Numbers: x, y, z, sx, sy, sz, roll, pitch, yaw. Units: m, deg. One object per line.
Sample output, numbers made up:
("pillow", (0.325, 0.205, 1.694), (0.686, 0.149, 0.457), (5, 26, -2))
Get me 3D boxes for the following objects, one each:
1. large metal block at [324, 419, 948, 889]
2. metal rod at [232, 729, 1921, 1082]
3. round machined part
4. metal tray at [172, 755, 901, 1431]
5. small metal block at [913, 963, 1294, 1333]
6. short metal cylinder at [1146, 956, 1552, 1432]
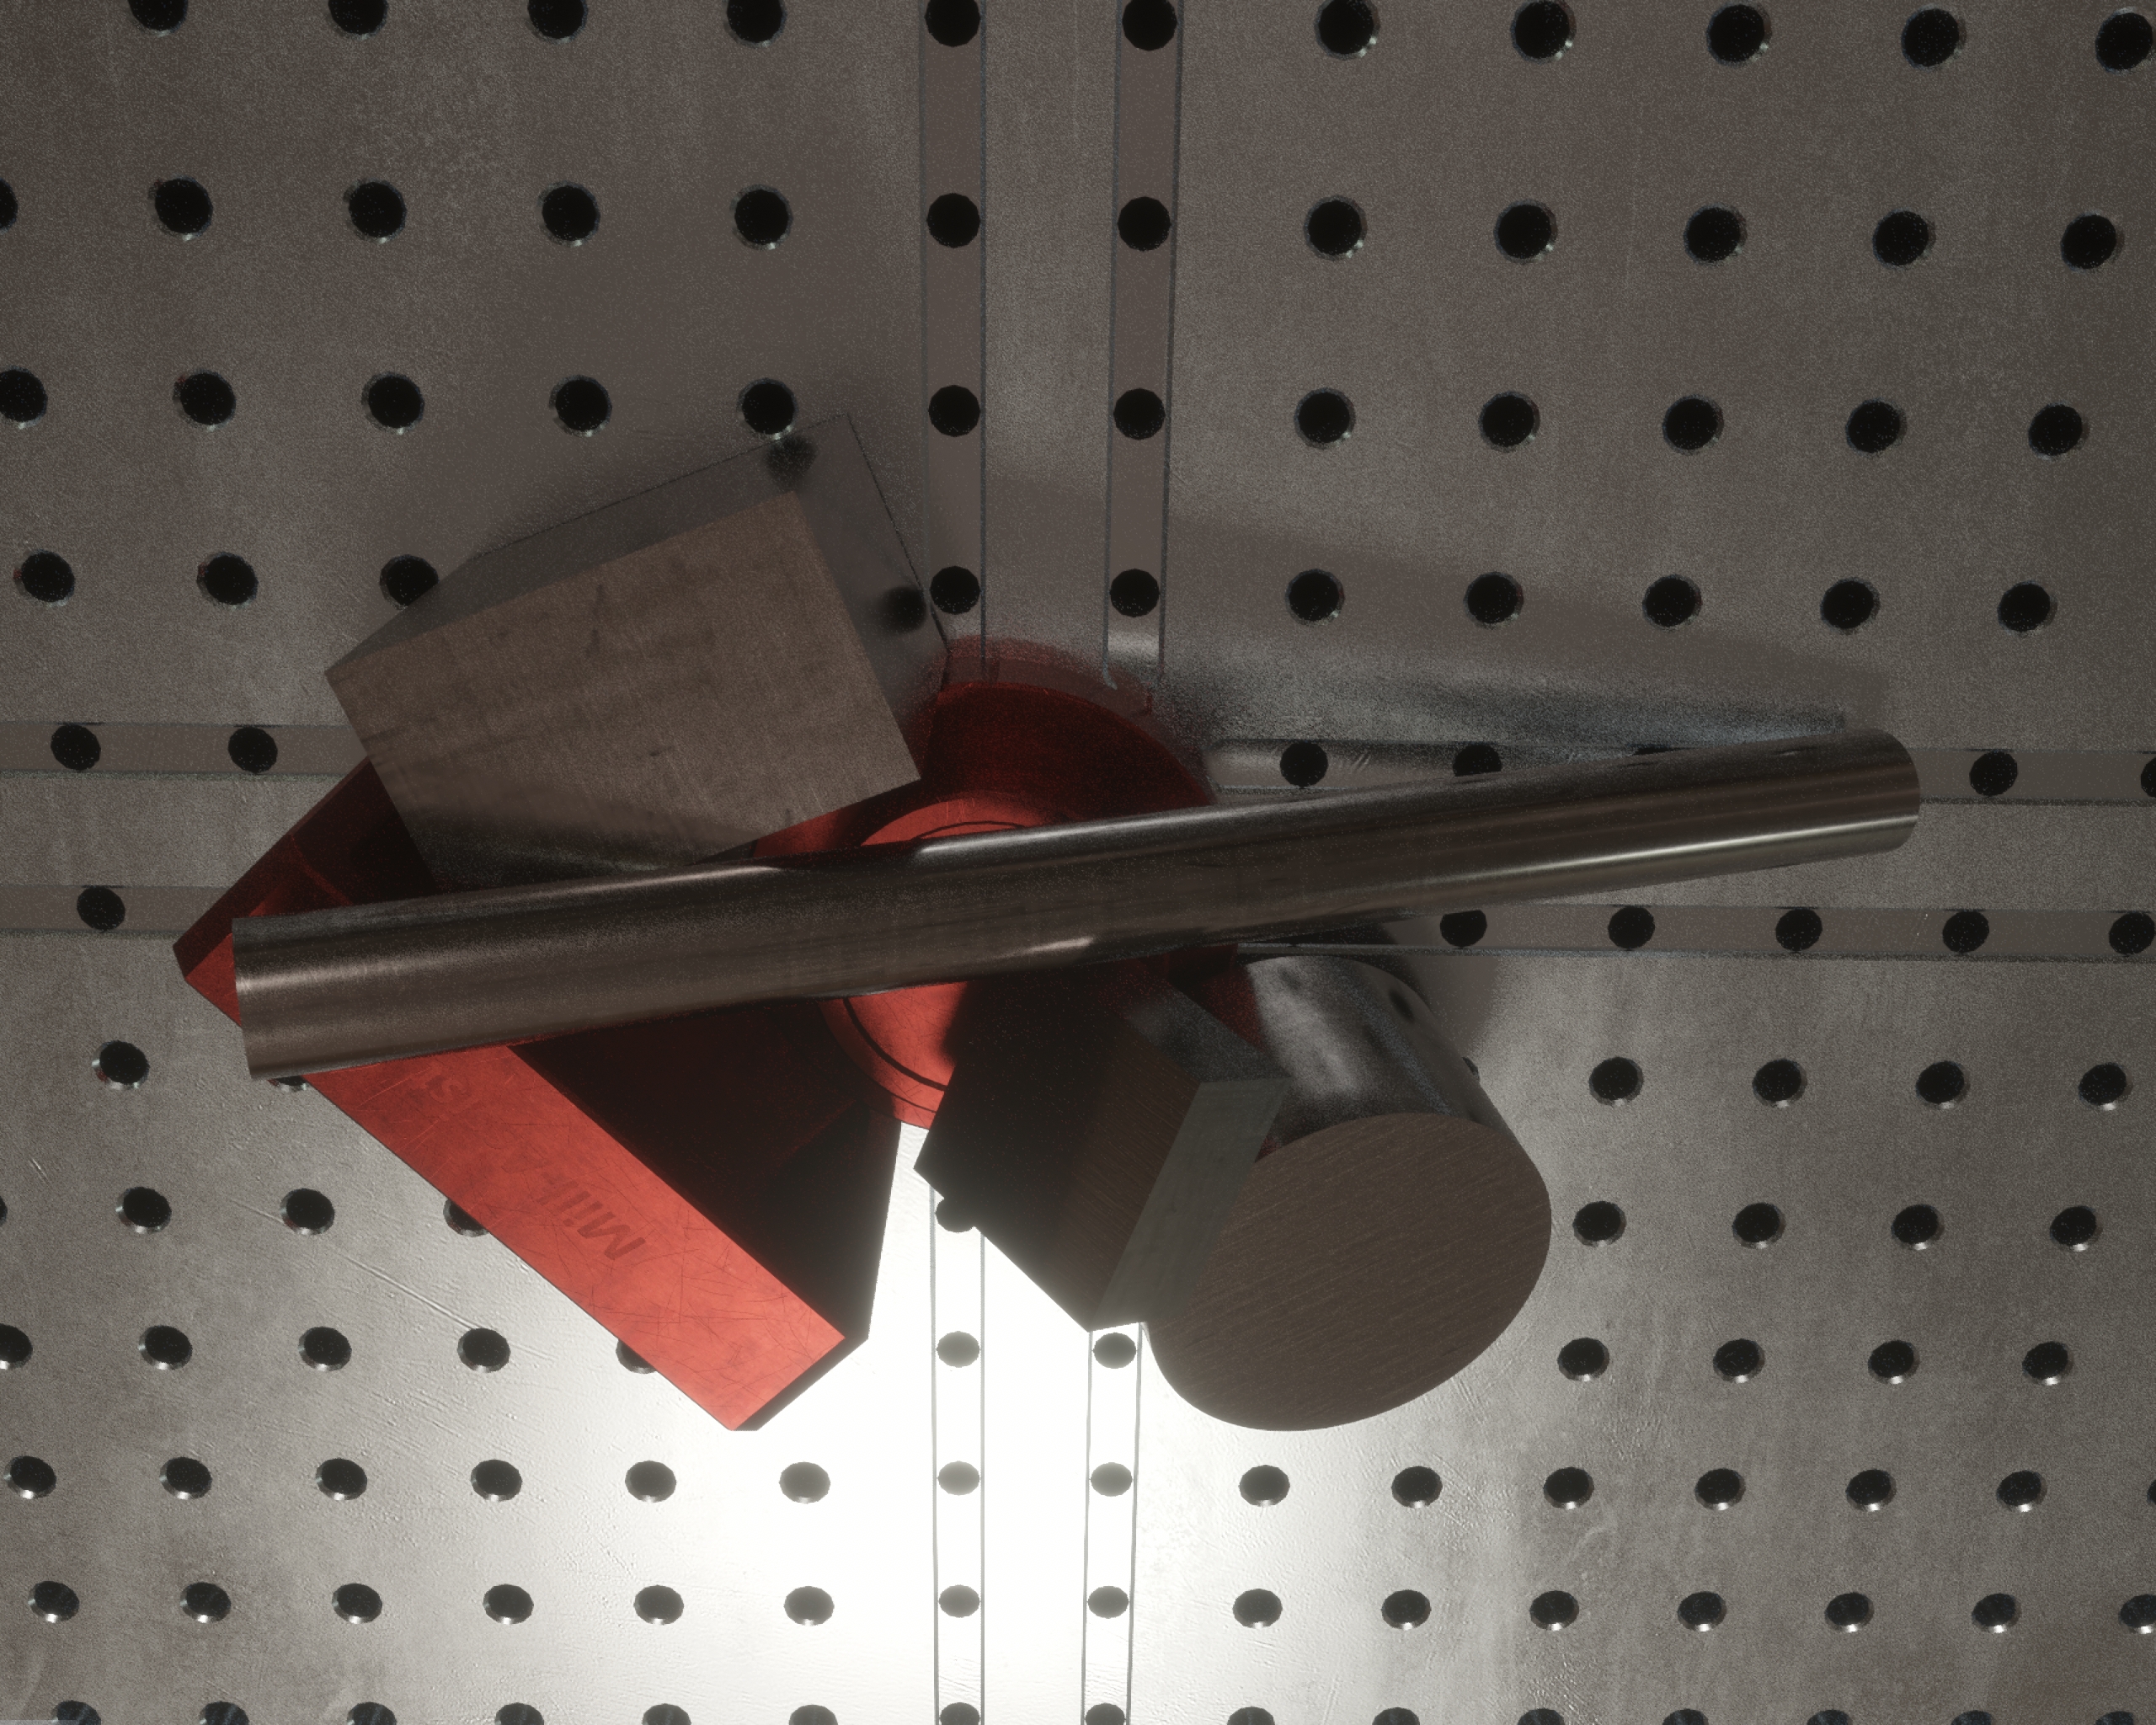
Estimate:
("large metal block", (-0.072, -0.036, 0.368), (0.080, 0.080, 0.050), (-20, 109, 7))
("metal rod", (0.016, 0.003, 0.364), (0.303, 0.025, 0.025), (-7, 111, -19))
("round machined part", (-0.017, 0.012, 0.411), (0.099, 0.042, 0.097), (0, 110, -1))
("metal tray", (-0.092, 0.035, 0.389), (0.030, 0.090, 0.130), (-42, 105, 14))
("small metal block", (0.003, 0.047, 0.371), (0.025, 0.050, 0.050), (4, 115, -47))
("short metal cylinder", (0.045, 0.065, 0.412), (0.081, 0.050, 0.079), (-8, 124, -13))
